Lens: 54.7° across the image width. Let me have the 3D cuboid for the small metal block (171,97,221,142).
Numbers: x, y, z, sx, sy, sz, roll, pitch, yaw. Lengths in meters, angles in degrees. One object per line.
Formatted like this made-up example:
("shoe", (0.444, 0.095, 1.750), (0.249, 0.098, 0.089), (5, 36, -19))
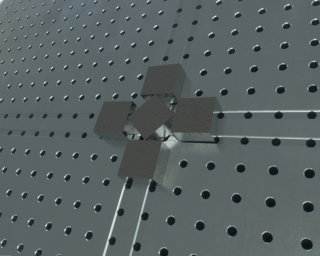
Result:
("small metal block", (0.046, -0.010, 0.389), (0.050, 0.025, 0.050), (0, 62, 27))

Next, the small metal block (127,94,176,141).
("small metal block", (-0.008, -0.010, 0.417), (0.050, 0.025, 0.050), (-41, 51, 0))

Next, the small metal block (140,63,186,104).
("small metal block", (0.005, -0.062, 0.442), (0.050, 0.025, 0.050), (0, 61, 27))

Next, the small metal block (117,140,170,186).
("small metal block", (-0.020, 0.043, 0.391), (0.050, 0.025, 0.050), (1, 62, 28))

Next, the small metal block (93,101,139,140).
("small metal block", (-0.061, -0.011, 0.445), (0.050, 0.025, 0.050), (2, 62, 28))
